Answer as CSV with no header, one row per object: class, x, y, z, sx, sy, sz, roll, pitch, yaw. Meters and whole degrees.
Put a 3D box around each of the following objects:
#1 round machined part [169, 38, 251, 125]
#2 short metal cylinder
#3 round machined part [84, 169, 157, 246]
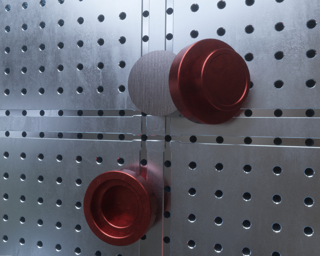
round machined part,0.063,-0.052,0.351,0.042,0.099,0.097,3,91,61
short metal cylinder,0.006,-0.054,0.396,0.080,0.050,0.079,0,90,19
round machined part,-0.050,0.104,0.420,0.098,0.042,0.097,0,90,19
